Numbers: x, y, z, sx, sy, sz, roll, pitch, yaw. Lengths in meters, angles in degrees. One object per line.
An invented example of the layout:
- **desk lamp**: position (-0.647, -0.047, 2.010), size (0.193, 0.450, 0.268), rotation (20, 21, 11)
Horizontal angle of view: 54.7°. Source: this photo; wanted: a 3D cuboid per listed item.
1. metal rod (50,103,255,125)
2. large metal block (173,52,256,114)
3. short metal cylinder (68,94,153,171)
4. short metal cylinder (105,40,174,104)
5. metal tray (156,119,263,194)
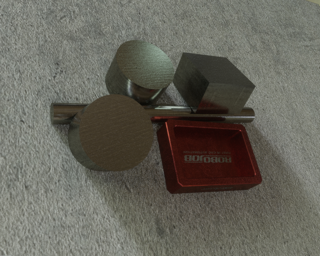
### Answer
- **metal rod**: position (0.010, -0.018, 0.423), size (0.303, 0.025, 0.025), rotation (-1, 62, -29)
- **large metal block**: position (0.076, -0.065, 0.454), size (0.081, 0.050, 0.080), rotation (-1, 41, -29)
- **short metal cylinder**: position (-0.055, 0.007, 0.339), size (0.081, 0.050, 0.080), rotation (5, 80, -28)
- **short metal cylinder**: position (-0.028, -0.071, 0.417), size (0.081, 0.050, 0.080), rotation (14, 56, -21)
- **metal tray**: position (0.066, 0.037, 0.414), size (0.131, 0.030, 0.090), rotation (3, 60, -27)
